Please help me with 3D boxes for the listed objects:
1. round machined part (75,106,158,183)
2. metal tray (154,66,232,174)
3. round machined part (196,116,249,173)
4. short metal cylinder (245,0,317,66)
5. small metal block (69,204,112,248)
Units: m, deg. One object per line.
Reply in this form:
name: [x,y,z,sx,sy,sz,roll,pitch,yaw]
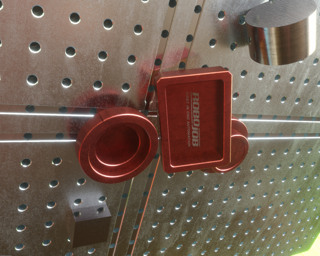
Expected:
round machined part: [-0.055,0.017,0.382,0.099,0.042,0.097,-14,125,-21]
metal tray: [0.043,-0.009,0.398,0.091,0.030,0.129,-7,114,-6]
round machined part: [0.095,0.030,0.473,0.099,0.042,0.097,-14,124,-21]
short metal cylinder: [0.150,-0.121,0.385,0.080,0.080,0.050,-29,129,-10]
small metal block: [-0.101,0.140,0.444,0.050,0.025,0.050,-2,119,-28]
